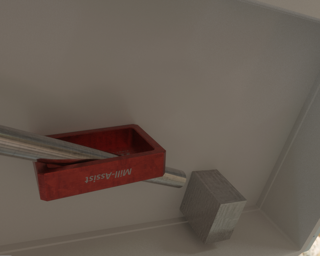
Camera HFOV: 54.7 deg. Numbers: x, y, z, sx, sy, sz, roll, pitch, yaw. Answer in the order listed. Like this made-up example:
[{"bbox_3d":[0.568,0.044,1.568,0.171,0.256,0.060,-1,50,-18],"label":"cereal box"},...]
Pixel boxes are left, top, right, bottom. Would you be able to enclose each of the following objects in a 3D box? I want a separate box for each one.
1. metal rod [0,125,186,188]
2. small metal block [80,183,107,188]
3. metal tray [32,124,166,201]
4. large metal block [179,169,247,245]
[{"bbox_3d":[-0.075,0.033,0.324,0.302,0.025,0.025,21,108,-44],"label":"metal rod"},{"bbox_3d":[-0.088,0.061,0.384,0.050,0.025,0.050,-8,159,-24],"label":"small metal block"},{"bbox_3d":[-0.070,0.032,0.346,0.131,0.090,0.030,-8,114,-25],"label":"metal tray"},{"bbox_3d":[0.082,0.124,0.497,0.050,0.080,0.079,0,118,-29],"label":"large metal block"}]
